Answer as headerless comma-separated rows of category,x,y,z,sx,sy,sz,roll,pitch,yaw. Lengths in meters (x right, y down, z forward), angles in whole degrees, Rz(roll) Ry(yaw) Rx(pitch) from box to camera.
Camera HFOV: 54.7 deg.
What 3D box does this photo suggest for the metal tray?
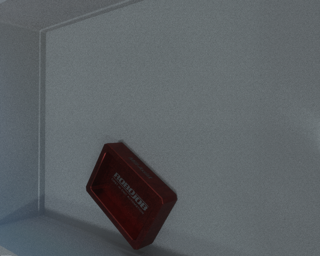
metal tray,-0.046,0.092,0.438,0.130,0.030,0.089,40,114,32
